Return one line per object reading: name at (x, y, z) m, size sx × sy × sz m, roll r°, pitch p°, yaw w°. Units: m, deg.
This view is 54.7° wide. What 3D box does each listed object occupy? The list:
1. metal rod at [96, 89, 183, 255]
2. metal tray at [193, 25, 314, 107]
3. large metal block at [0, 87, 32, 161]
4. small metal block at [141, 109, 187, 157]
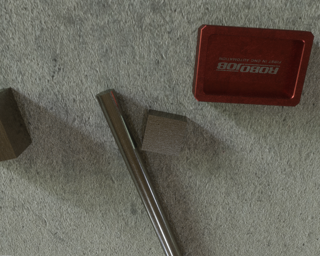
metal rod at (-0.020, 0.087, 0.441) m, size 0.025 × 0.025 × 0.298 m, roll -18°, pitch 109°, yaw 6°
metal tray at (0.110, -0.076, 0.380) m, size 0.131 × 0.030 × 0.089 m, roll 3°, pitch 110°, yaw -2°
large metal block at (-0.224, 0.000, 0.393) m, size 0.080 × 0.050 × 0.079 m, roll -12°, pitch 110°, yaw 4°
small metal block at (0.005, 0.006, 0.412) m, size 0.050 × 0.025 × 0.050 m, roll 11°, pitch 110°, yaw -5°
